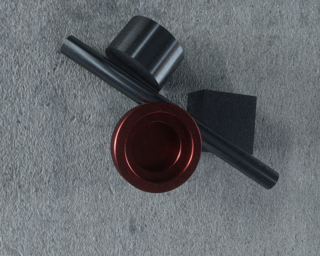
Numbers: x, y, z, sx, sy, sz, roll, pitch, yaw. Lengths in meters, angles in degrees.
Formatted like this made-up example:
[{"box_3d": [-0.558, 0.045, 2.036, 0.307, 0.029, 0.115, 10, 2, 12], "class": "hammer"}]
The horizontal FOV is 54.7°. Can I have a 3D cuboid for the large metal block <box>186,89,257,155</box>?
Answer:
[{"box_3d": [0.083, -0.007, 0.429, 0.081, 0.050, 0.080, 5, 89, -20], "class": "large metal block"}]

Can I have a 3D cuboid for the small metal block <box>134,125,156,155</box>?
[{"box_3d": [-0.026, 0.008, 0.389, 0.025, 0.050, 0.050, -2, 91, -20], "class": "small metal block"}]

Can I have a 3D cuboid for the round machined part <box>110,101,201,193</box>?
[{"box_3d": [-0.007, 0.020, 0.347, 0.099, 0.042, 0.097, -1, 92, -20], "class": "round machined part"}]

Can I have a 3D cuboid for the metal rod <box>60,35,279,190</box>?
[{"box_3d": [0.014, -0.017, 0.377, 0.301, 0.025, 0.025, 33, 79, -3], "class": "metal rod"}]

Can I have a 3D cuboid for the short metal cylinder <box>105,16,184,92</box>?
[{"box_3d": [-0.018, -0.087, 0.375, 0.080, 0.080, 0.050, 39, 78, -16], "class": "short metal cylinder"}]
